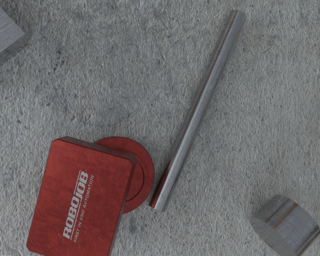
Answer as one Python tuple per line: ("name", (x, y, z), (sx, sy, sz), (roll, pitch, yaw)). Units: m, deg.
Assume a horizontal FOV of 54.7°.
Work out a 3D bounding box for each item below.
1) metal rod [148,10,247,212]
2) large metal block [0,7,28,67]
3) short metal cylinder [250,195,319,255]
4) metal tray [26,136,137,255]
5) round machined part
("metal rod", (0.055, -0.029, 0.430), (0.025, 0.025, 0.299), (27, 81, -19))
("large metal block", (-0.201, -0.099, 0.321), (0.080, 0.050, 0.080), (-45, 104, -15))
("short metal cylinder", (0.179, 0.144, 0.448), (0.050, 0.080, 0.080), (-39, 103, -16))
("metal tray", (-0.086, 0.083, 0.346), (0.090, 0.030, 0.129), (16, 95, 3))
("round machined part", (-0.053, 0.059, 0.381), (0.099, 0.042, 0.097), (0, 90, -21))
